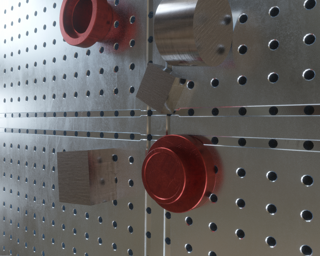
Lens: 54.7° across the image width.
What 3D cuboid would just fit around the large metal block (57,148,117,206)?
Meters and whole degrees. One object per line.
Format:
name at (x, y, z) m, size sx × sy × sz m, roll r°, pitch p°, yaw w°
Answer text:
large metal block at (-0.116, 0.075, 0.489) m, size 0.080 × 0.050 × 0.080 m, roll -7°, pitch 86°, yaw 40°

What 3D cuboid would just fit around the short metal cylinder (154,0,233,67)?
short metal cylinder at (0.039, -0.108, 0.342) m, size 0.050 × 0.081 × 0.079 m, roll 10°, pitch 96°, yaw 39°

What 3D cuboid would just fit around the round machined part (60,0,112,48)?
round machined part at (-0.114, -0.176, 0.493) m, size 0.098 × 0.042 × 0.097 m, roll 0°, pitch 90°, yaw 40°

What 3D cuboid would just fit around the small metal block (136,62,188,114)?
small metal block at (0.001, -0.052, 0.409) m, size 0.050 × 0.025 × 0.050 m, roll 36°, pitch 112°, yaw 34°

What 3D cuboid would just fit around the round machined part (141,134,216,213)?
round machined part at (0.016, 0.057, 0.385) m, size 0.098 × 0.042 × 0.097 m, roll 0°, pitch 90°, yaw 40°
